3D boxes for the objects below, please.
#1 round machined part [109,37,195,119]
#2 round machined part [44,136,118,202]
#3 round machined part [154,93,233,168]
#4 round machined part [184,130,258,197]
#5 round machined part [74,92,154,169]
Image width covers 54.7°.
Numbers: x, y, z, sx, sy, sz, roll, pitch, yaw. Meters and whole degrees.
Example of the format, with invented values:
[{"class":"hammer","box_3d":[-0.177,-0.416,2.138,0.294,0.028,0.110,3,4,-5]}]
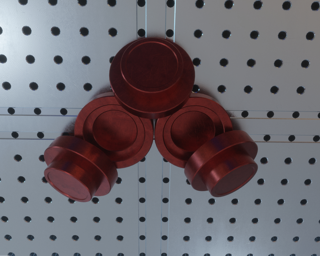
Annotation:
[{"class":"round machined part","box_3d":[-0.009,-0.063,0.354,0.099,0.042,0.098,0,72,-1]},{"class":"round machined part","box_3d":[-0.108,0.059,0.400,0.098,0.042,0.097,16,139,15]},{"class":"round machined part","box_3d":[0.042,0.001,0.405,0.099,0.042,0.097,0,110,-1]},{"class":"round machined part","box_3d":[0.084,0.052,0.396,0.099,0.042,0.097,-20,143,-16]},{"class":"round machined part","box_3d":[-0.057,0.000,0.403,0.099,0.042,0.097,0,110,-1]}]
